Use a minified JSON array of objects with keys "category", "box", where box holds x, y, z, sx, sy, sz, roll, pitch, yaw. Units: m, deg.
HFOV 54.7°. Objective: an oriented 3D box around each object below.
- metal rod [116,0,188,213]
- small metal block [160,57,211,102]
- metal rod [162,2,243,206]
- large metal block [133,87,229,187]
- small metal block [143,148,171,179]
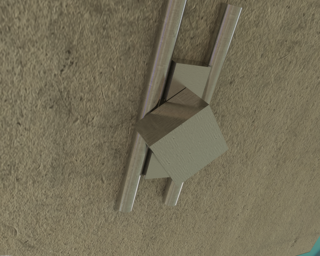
[{"category":"metal rod","box":[-0.016,-0.016,0.392,0.025,0.025,0.298,1,118,-29]},{"category":"small metal block","box":[0.030,-0.059,0.388,0.050,0.025,0.050,1,118,-29]},{"category":"metal rod","box":[0.051,-0.015,0.429,0.025,0.025,0.298,1,118,-29]},{"category":"large metal block","box":[0.027,0.012,0.381,0.080,0.050,0.080,-35,129,-5]},{"category":"small metal block","box":[0.002,0.043,0.436,0.050,0.025,0.050,1,118,-29]}]
